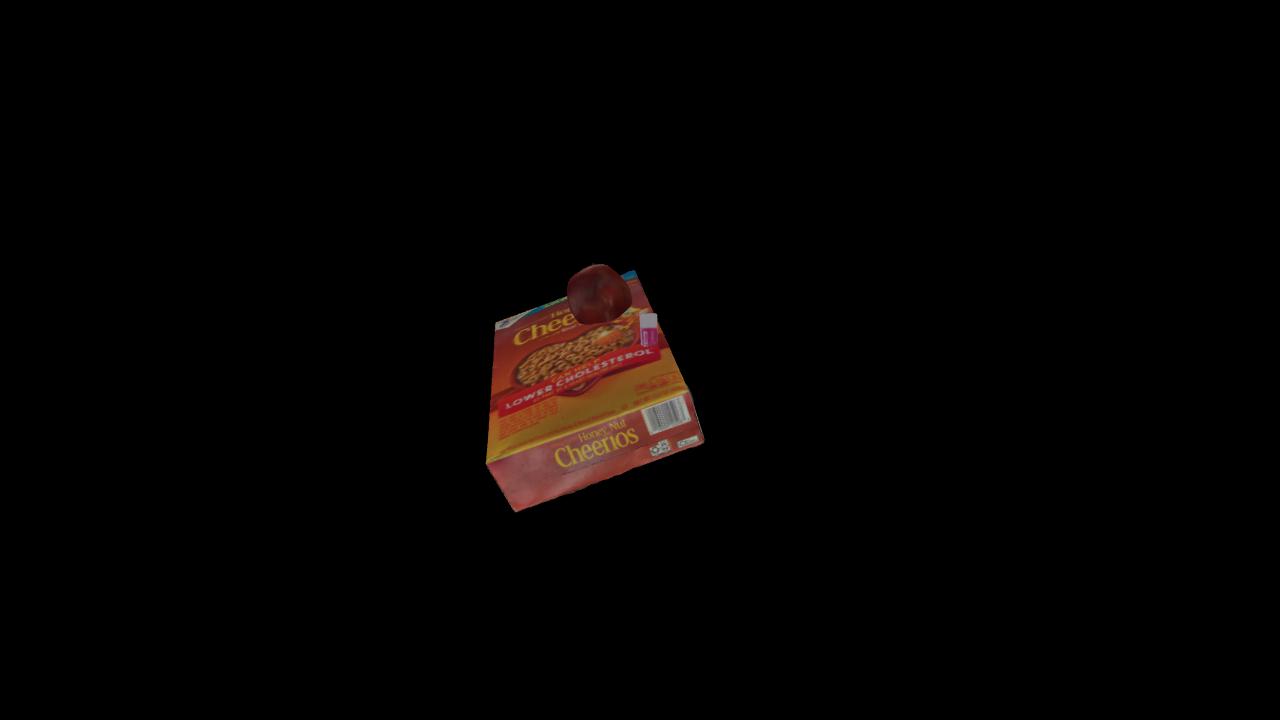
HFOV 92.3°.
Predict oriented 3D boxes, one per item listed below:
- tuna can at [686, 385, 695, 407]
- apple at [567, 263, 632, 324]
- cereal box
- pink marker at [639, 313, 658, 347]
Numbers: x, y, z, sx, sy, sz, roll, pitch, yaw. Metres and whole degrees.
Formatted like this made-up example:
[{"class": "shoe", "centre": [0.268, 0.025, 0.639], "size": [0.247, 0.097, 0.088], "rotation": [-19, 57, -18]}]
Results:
[{"class": "tuna can", "centre": [0.021, 0.058, 0.695], "size": [0.084, 0.084, 0.034], "rotation": [0, 15, -1]}, {"class": "apple", "centre": [-0.046, -0.070, 0.733], "size": [0.079, 0.093, 0.079], "rotation": [-17, -5, -2]}, {"class": "cereal box", "centre": [-0.065, 0.014, 0.703], "size": [0.203, 0.081, 0.306], "rotation": [-20, 32, 1]}, {"class": "pink marker", "centre": [0.011, 0.012, 0.643], "size": [0.020, 0.121, 0.020], "rotation": [-2, 0, 0]}]
